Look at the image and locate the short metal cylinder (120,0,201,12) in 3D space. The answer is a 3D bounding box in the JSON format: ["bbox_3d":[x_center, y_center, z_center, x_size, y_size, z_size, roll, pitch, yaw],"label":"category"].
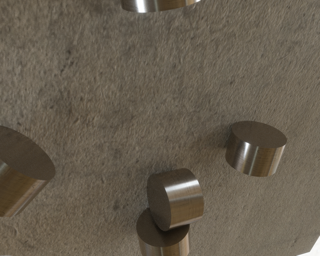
[{"bbox_3d":[-0.001,-0.143,0.283,0.081,0.080,0.050,-21,127,-16],"label":"short metal cylinder"}]

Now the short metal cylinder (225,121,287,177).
[{"bbox_3d":[0.144,0.030,0.471,0.081,0.080,0.050,-8,122,-25],"label":"short metal cylinder"}]

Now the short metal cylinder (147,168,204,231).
[{"bbox_3d":[0.020,0.102,0.447,0.050,0.080,0.079,-9,122,-24],"label":"short metal cylinder"}]

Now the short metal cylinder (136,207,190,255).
[{"bbox_3d":[0.006,0.164,0.478,0.081,0.080,0.050,-18,126,-18],"label":"short metal cylinder"}]

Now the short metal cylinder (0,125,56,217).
[{"bbox_3d":[-0.155,0.042,0.313,0.050,0.080,0.080,-47,130,5],"label":"short metal cylinder"}]
